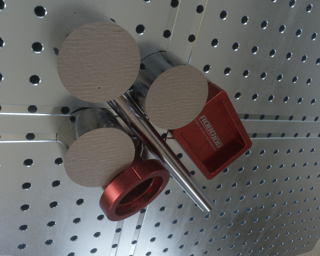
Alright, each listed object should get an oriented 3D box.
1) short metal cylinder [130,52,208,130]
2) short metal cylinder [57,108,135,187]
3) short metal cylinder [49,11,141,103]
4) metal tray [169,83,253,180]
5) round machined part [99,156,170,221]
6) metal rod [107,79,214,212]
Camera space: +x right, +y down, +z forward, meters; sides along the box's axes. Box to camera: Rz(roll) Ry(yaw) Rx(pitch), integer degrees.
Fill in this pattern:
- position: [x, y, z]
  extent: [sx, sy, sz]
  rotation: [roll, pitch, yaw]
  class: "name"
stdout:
- position: [0.010, -0.045, 0.372]
  extent: [0.081, 0.050, 0.079]
  rotation: [-14, 124, -21]
  class: "short metal cylinder"
- position: [-0.076, 0.023, 0.367]
  extent: [0.081, 0.050, 0.079]
  rotation: [-14, 124, -21]
  class: "short metal cylinder"
- position: [-0.067, -0.072, 0.314]
  extent: [0.081, 0.050, 0.079]
  rotation: [-14, 124, -21]
  class: "short metal cylinder"
- position: [0.074, 0.009, 0.453]
  extent: [0.090, 0.030, 0.130]
  rotation: [-39, 130, -1]
  class: "metal tray"
- position: [-0.038, 0.075, 0.412]
  extent: [0.099, 0.042, 0.098]
  rotation: [-32, 151, -20]
  class: "round machined part"
- position: [0.011, 0.043, 0.444]
  extent: [0.025, 0.025, 0.300]
  rotation: [-39, 129, -2]
  class: "metal rod"
